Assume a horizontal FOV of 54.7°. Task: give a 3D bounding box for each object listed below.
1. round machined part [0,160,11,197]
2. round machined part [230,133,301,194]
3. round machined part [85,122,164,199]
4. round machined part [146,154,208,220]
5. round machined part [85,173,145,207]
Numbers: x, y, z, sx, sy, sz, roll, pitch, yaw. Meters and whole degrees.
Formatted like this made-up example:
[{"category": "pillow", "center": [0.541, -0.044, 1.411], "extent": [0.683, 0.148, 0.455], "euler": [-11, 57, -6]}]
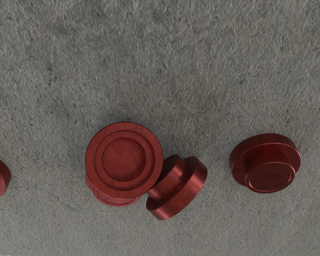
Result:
[{"category": "round machined part", "center": [-0.281, 0.079, 0.460], "extent": [0.099, 0.042, 0.097], "euler": [0, 130, 0]}, {"category": "round machined part", "center": [0.153, 0.057, 0.446], "extent": [0.099, 0.042, 0.097], "euler": [0, 130, 0]}, {"category": "round machined part", "center": [-0.048, 0.041, 0.408], "extent": [0.099, 0.042, 0.097], "euler": [0, 90, -13]}, {"category": "round machined part", "center": [0.015, 0.074, 0.427], "extent": [0.042, 0.098, 0.098], "euler": [45, 119, -9]}, {"category": "round machined part", "center": [-0.062, 0.082, 0.465], "extent": [0.099, 0.042, 0.097], "euler": [0, 130, 0]}]
